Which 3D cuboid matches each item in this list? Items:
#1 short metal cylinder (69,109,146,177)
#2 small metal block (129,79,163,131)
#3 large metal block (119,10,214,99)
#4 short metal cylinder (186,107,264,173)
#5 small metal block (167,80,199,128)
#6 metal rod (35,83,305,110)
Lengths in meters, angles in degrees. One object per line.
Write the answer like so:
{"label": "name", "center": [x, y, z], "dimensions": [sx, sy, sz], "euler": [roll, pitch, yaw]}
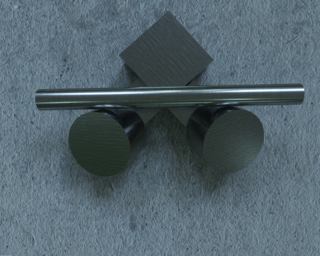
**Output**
{"label": "short metal cylinder", "center": [-0.064, 0.013, 0.384], "dimensions": [0.080, 0.050, 0.079], "euler": [5, 108, 17]}
{"label": "small metal block", "center": [-0.029, -0.029, 0.411], "dimensions": [0.050, 0.025, 0.050], "euler": [-43, 90, -1]}
{"label": "large metal block", "center": [0.008, -0.085, 0.397], "dimensions": [0.080, 0.050, 0.080], "euler": [-42, 90, 0]}
{"label": "short metal cylinder", "center": [0.080, 0.009, 0.385], "dimensions": [0.081, 0.050, 0.079], "euler": [-6, 110, -17]}
{"label": "small metal block", "center": [0.043, -0.027, 0.411], "dimensions": [0.050, 0.025, 0.050], "euler": [-43, 90, 0]}
{"label": "metal rod", "center": [0.012, -0.036, 0.359], "dimensions": [0.302, 0.025, 0.025], "euler": [-1, 90, 0]}
